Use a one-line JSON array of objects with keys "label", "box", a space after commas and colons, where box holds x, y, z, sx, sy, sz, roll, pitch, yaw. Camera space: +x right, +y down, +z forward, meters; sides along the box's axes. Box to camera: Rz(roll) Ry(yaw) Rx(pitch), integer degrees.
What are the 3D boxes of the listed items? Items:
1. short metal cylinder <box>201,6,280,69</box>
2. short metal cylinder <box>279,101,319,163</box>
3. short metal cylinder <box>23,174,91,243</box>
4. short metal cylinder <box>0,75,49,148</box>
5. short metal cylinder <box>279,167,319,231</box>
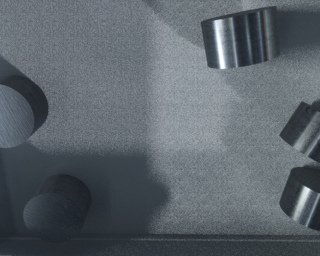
[{"label": "short metal cylinder", "box": [0.089, -0.101, 0.345, 0.080, 0.080, 0.050, -11, 110, 4]}, {"label": "short metal cylinder", "box": [0.200, 0.008, 0.387, 0.080, 0.080, 0.050, 24, 108, -9]}, {"label": "short metal cylinder", "box": [-0.142, 0.113, 0.438, 0.081, 0.050, 0.079, 0, 110, 0]}, {"label": "short metal cylinder", "box": [-0.189, -0.022, 0.388, 0.081, 0.050, 0.079, 0, 110, 0]}, {"label": "short metal cylinder", "box": [0.210, 0.094, 0.418, 0.081, 0.080, 0.050, 10, 110, -4]}]
